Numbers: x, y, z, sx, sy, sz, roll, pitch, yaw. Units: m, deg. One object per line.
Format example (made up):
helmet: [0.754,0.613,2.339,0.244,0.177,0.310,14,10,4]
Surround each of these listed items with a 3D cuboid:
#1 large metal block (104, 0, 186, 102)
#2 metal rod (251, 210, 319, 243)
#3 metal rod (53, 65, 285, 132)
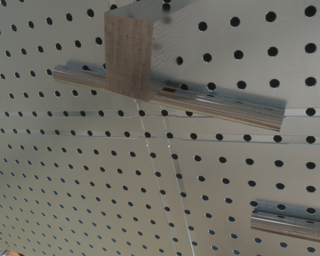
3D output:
large metal block: [-0.015,-0.085,0.330,0.050,0.080,0.079,18,125,18]
metal rod: [0.261,0.134,0.357,0.301,0.025,0.025,4,120,25]
metal rod: [-0.005,-0.042,0.386,0.301,0.025,0.025,14,124,19]
